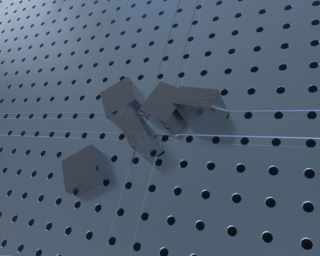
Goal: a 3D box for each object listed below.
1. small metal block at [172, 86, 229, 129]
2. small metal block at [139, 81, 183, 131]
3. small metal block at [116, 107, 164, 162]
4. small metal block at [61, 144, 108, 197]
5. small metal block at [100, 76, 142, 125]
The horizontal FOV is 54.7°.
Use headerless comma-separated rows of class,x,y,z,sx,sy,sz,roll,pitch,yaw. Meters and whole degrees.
small metal block,0.051,-0.025,0.380,0.050,0.050,0.025,10,67,32
small metal block,0.009,-0.031,0.421,0.050,0.025,0.050,28,77,37
small metal block,-0.025,0.009,0.399,0.025,0.050,0.050,-36,51,4
small metal block,-0.104,0.059,0.425,0.050,0.025,0.050,-29,52,9
small metal block,-0.057,-0.041,0.462,0.050,0.025,0.050,-28,52,10
